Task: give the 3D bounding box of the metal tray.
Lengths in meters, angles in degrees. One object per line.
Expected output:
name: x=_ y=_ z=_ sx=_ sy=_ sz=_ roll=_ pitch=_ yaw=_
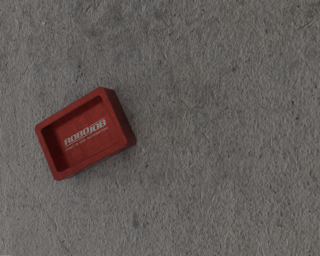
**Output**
metal tray: x=-0.109 y=0.010 z=0.445 sx=0.130 sy=0.030 sz=0.090 roll=-27 pitch=81 yaw=18
